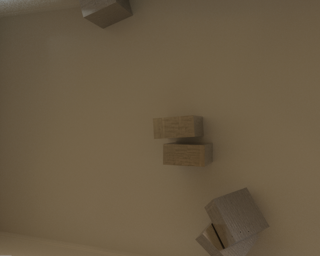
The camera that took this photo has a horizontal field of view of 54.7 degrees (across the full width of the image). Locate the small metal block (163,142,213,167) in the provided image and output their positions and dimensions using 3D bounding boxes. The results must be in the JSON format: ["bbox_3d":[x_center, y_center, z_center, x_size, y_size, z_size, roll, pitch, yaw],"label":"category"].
[{"bbox_3d":[0.036,0.032,0.384,0.050,0.050,0.025,1,91,20],"label":"small metal block"}]

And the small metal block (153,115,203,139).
[{"bbox_3d":[0.024,-0.001,0.389,0.050,0.050,0.025,-4,89,20],"label":"small metal block"}]

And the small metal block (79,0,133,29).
[{"bbox_3d":[-0.072,-0.164,0.423,0.050,0.050,0.025,-17,85,19],"label":"small metal block"}]

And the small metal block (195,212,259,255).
[{"bbox_3d":[0.079,0.131,0.367,0.050,0.050,0.025,44,146,14],"label":"small metal block"}]

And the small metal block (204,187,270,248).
[{"bbox_3d":[0.088,0.102,0.357,0.050,0.050,0.025,63,149,27],"label":"small metal block"}]
